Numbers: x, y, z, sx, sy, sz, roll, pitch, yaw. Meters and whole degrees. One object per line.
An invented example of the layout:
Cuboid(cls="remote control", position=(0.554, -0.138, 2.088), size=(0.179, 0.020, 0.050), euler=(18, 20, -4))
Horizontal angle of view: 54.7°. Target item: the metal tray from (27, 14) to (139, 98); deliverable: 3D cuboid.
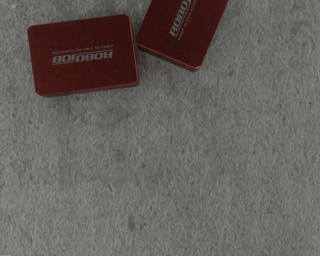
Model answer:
Cuboid(cls="metal tray", position=(-0.098, -0.093, 0.406), size=(0.131, 0.030, 0.089), euler=(-7, 90, -1))

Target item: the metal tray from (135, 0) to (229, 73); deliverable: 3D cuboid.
Cuboid(cls="metal tray", position=(0.033, -0.150, 0.408), size=(0.090, 0.030, 0.129), euler=(23, 90, -1))
